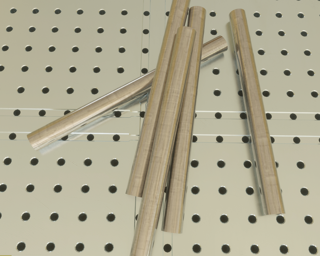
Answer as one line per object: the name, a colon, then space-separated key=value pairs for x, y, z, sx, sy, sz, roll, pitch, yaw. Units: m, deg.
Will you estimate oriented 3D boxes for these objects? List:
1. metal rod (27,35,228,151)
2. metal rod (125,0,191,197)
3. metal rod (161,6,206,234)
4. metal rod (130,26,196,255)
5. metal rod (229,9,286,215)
metal rod: x=-0.037 y=-0.053 z=0.430 sx=0.302 sy=0.025 sz=0.025 roll=-29 pitch=73 yaw=-11
metal rod: x=0.003 y=-0.059 z=0.410 sx=0.025 sy=0.025 sz=0.299 roll=12 pitch=79 yaw=4
metal rod: x=0.034 y=-0.021 z=0.402 sx=0.025 sy=0.025 sz=0.299 roll=7 pitch=76 yaw=2
metal rod: x=0.005 y=0.018 z=0.377 sx=0.025 sy=0.025 sz=0.299 roll=11 pitch=80 yaw=4
metal rod: x=0.129 y=-0.035 z=0.426 sx=0.025 sy=0.025 sz=0.299 roll=-4 pitch=70 yaw=-2
